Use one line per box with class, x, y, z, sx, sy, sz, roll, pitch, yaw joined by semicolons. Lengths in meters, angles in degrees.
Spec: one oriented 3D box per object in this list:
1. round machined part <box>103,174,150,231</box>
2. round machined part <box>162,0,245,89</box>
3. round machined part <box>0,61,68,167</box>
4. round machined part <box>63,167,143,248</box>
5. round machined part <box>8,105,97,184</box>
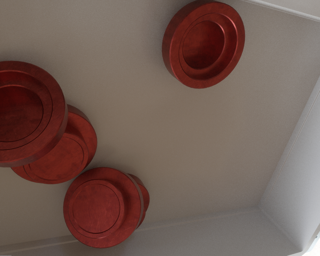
round machined part;-0.059;0.115;0.437;0.099;0.042;0.097;-14;124;-21
round machined part;0.046;-0.099;0.362;0.099;0.042;0.097;-14;124;-21
round machined part;-0.138;-0.011;0.293;0.099;0.098;0.042;-22;165;-15
round machined part;-0.072;0.097;0.380;0.098;0.098;0.042;-40;169;-2
round machined part;-0.119;0.024;0.347;0.099;0.042;0.097;-14;124;-21
